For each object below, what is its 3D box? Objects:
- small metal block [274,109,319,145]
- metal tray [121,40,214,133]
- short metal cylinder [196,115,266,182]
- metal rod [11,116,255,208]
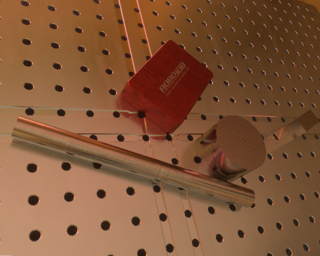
[{"bbox_3d":[0.229,-0.001,0.520,0.050,0.050,0.025,-25,76,-37],"label":"small metal block"},{"bbox_3d":[0.015,-0.065,0.454,0.090,0.030,0.130,38,51,-3],"label":"metal tray"},{"bbox_3d":[0.098,0.029,0.429,0.081,0.050,0.080,14,56,-21],"label":"short metal cylinder"},{"bbox_3d":[-0.016,0.047,0.372,0.302,0.025,0.025,19,54,-17],"label":"metal rod"}]
